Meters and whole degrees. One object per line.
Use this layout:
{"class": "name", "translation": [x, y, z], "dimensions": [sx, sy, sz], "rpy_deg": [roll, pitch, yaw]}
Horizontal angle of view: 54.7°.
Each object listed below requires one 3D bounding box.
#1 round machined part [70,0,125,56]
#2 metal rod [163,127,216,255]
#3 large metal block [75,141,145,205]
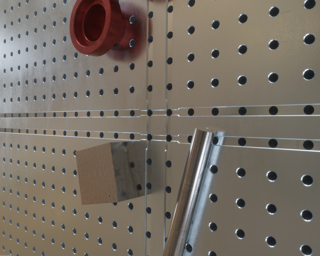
{"class": "round machined part", "translation": [-0.092, -0.158, 0.474], "dimensions": [0.098, 0.042, 0.097], "rpy_deg": [0, 90, 40]}
{"class": "metal rod", "translation": [0.021, 0.145, 0.392], "dimensions": [0.025, 0.025, 0.298], "rpy_deg": [21, 103, 38]}
{"class": "large metal block", "translation": [-0.075, 0.066, 0.455], "dimensions": [0.080, 0.050, 0.080], "rpy_deg": [-15, 80, 39]}
